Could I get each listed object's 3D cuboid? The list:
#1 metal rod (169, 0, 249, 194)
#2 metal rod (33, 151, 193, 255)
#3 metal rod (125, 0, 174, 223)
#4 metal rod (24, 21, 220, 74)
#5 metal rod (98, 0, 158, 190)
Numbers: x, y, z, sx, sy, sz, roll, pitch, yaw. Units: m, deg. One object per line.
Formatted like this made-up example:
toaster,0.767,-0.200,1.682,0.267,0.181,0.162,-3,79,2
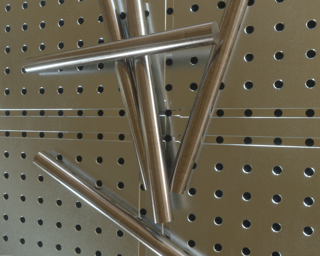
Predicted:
metal rod,0.065,-0.060,0.389,0.025,0.025,0.298,20,96,18
metal rod,-0.061,0.119,0.432,0.301,0.025,0.025,31,100,17
metal rod,-0.016,-0.031,0.404,0.025,0.025,0.298,-11,82,19
metal rod,-0.070,-0.100,0.409,0.300,0.025,0.025,-2,90,29
metal rod,-0.045,-0.065,0.427,0.025,0.025,0.298,-16,85,19
